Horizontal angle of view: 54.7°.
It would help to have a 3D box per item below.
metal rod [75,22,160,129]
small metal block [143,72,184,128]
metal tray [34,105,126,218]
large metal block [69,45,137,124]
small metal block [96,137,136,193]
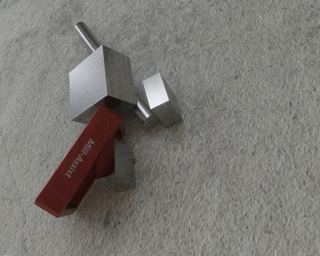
[{"bbox_3d":[-0.082,-0.101,0.506,0.025,0.025,0.300,-39,51,2],"label":"metal rod"},{"bbox_3d":[0.004,-0.036,0.406,0.025,0.050,0.050,-25,53,12],"label":"small metal block"},{"bbox_3d":[-0.090,0.043,0.380,0.030,0.090,0.130,31,76,3],"label":"metal tray"},{"bbox_3d":[-0.084,-0.056,0.441,0.080,0.050,0.080,-28,60,35],"label":"large metal block"},{"bbox_3d":[-0.054,0.047,0.386,0.025,0.050,0.050,-19,55,17],"label":"small metal block"}]
